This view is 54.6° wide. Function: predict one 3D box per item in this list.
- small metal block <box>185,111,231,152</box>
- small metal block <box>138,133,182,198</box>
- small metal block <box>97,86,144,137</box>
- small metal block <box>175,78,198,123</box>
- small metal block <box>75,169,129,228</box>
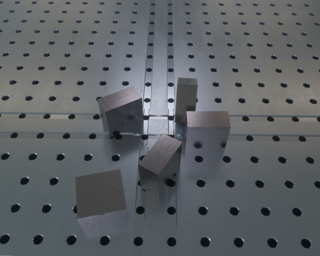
[{"bbox_3d":[0.057,0.005,0.388,0.050,0.050,0.025,0,50,0],"label":"small metal block"},{"bbox_3d":[0.001,0.043,0.355,0.025,0.050,0.050,25,55,20],"label":"small metal block"},{"bbox_3d":[-0.051,-0.021,0.409,0.050,0.050,0.025,-24,54,-18],"label":"small metal block"},{"bbox_3d":[0.035,-0.038,0.411,0.025,0.050,0.050,4,18,4],"label":"small metal block"},{"bbox_3d":[-0.064,0.077,0.343,0.050,0.025,0.050,-9,51,-8],"label":"small metal block"}]
